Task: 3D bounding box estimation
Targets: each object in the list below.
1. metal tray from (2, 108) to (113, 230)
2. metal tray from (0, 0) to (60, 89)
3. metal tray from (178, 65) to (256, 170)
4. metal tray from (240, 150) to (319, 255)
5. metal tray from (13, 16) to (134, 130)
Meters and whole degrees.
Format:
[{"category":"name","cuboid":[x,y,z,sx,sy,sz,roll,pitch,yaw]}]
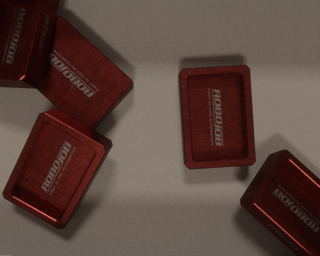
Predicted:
[{"category":"metal tray","cuboid":[-0.130,0.052,0.391,0.090,0.030,0.129,30,105,-1]},{"category":"metal tray","cuboid":[-0.182,-0.116,0.381,0.090,0.030,0.129,4,78,15]},{"category":"metal tray","cuboid":[0.074,-0.014,0.409,0.091,0.030,0.129,-4,90,-1]},{"category":"metal tray","cuboid":[0.177,0.102,0.393,0.130,0.030,0.090,42,65,0]},{"category":"metal tray","cuboid":[-0.111,-0.069,0.407,0.130,0.030,0.090,42,90,-1]}]
